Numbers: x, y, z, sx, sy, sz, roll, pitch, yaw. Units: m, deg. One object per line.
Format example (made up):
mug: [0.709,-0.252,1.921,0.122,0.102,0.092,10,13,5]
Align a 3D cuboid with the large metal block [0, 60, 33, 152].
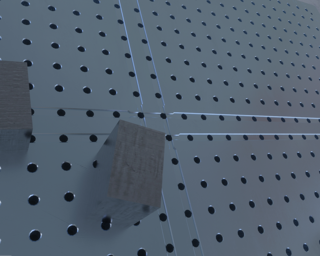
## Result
large metal block: [-0.177,-0.022,0.311,0.081,0.050,0.080,-1,62,-29]

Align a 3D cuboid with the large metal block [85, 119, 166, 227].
large metal block: [-0.037,0.050,0.324,0.050,0.080,0.080,17,55,-19]
